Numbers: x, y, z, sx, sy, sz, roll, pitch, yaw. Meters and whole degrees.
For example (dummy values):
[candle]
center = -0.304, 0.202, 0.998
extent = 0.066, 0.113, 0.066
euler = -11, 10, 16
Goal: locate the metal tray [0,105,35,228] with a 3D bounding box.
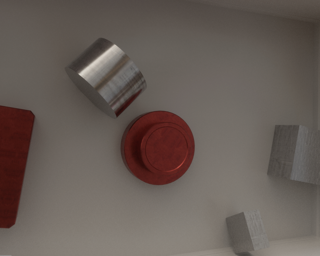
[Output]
[metal tray]
center = -0.195, 0.038, 0.336
extent = 0.091, 0.030, 0.129
euler = 10, 87, -20

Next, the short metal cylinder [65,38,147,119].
[short metal cylinder]
center = -0.062, -0.056, 0.359
extent = 0.050, 0.080, 0.080
euler = -47, 105, -14

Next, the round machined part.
[round machined part]
center = 0.002, 0.026, 0.403
extent = 0.099, 0.042, 0.097
euler = 0, 90, -21

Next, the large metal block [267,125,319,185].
[large metal block]
center = 0.222, 0.042, 0.481
extent = 0.081, 0.050, 0.080
euler = 13, 86, -20

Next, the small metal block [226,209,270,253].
[small metal block]
center = 0.122, 0.146, 0.435
extent = 0.025, 0.050, 0.050
euler = -2, 66, -21
